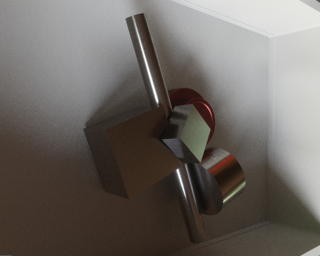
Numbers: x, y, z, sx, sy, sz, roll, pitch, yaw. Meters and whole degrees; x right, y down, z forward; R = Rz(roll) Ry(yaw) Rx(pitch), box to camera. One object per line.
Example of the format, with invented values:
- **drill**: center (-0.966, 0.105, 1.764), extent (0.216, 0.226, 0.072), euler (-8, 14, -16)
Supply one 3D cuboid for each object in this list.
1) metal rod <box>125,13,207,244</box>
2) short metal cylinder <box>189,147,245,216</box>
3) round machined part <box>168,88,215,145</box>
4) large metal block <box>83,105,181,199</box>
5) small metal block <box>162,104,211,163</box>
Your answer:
- **metal rod**: center (0.013, 0.011, 0.390), extent (0.025, 0.025, 0.298), euler (-26, 107, -37)
- **short metal cylinder**: center (0.069, 0.073, 0.430), extent (0.050, 0.080, 0.080), euler (-26, 107, -37)
- **round machined part**: center (0.038, -0.007, 0.427), extent (0.099, 0.042, 0.097), euler (0, 90, -40)
- **large metal block**: center (-0.030, 0.024, 0.361), extent (0.081, 0.050, 0.080), euler (-26, 107, -37)
- **small metal block**: center (0.033, 0.007, 0.372), extent (0.050, 0.025, 0.050), euler (50, 49, -37)
